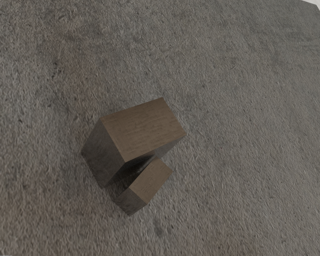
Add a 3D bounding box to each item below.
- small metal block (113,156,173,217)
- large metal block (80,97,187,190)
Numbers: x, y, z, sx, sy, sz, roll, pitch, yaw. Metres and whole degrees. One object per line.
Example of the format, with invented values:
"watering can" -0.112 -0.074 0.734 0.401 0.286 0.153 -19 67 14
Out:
"small metal block" -0.019 0.064 0.340 0.025 0.050 0.050 43 51 1
"large metal block" -0.031 0.017 0.342 0.081 0.080 0.050 -22 74 -36
